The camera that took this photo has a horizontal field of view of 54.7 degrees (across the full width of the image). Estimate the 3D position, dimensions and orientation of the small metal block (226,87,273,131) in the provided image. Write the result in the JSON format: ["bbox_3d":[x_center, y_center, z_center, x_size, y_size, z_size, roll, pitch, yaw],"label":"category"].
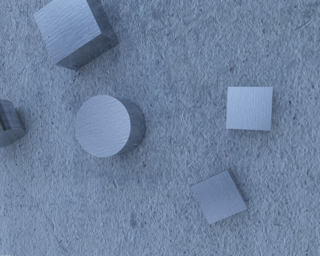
[{"bbox_3d":[0.107,-0.023,0.371,0.050,0.025,0.050,3,91,19],"label":"small metal block"}]

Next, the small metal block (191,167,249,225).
[{"bbox_3d":[0.074,0.083,0.383,0.050,0.025,0.050,-29,81,17],"label":"small metal block"}]

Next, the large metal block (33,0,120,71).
[{"bbox_3d":[-0.117,-0.139,0.436,0.080,0.050,0.080,-28,81,17],"label":"large metal block"}]

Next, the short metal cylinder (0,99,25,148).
[{"bbox_3d":[-0.255,-0.002,0.467,0.080,0.080,0.050,-28,81,17],"label":"short metal cylinder"}]

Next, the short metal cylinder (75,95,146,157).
[{"bbox_3d":[-0.066,-0.003,0.418,0.080,0.050,0.079,0,90,19],"label":"short metal cylinder"}]
